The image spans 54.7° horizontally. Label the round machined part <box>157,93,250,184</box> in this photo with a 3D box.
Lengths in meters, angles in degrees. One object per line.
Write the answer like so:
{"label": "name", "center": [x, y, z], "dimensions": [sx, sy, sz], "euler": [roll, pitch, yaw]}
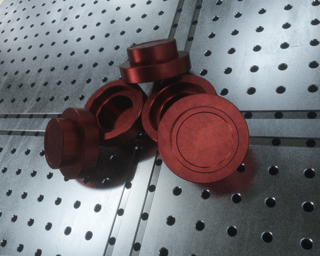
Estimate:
{"label": "round machined part", "center": [0.046, 0.011, 0.331], "dimensions": [0.099, 0.042, 0.097], "euler": [0, 91, 3]}

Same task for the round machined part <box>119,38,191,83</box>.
{"label": "round machined part", "center": [-0.008, -0.096, 0.426], "dimensions": [0.099, 0.042, 0.098], "euler": [-10, 21, 4]}

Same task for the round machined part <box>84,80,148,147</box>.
{"label": "round machined part", "center": [-0.058, -0.017, 0.435], "dimensions": [0.098, 0.042, 0.098], "euler": [-13, 56, 20]}

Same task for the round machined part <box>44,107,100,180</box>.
{"label": "round machined part", "center": [-0.124, 0.021, 0.418], "dimensions": [0.098, 0.042, 0.097], "euler": [-3, 86, 50]}

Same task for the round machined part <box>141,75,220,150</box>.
{"label": "round machined part", "center": [0.030, -0.015, 0.390], "dimensions": [0.098, 0.042, 0.098], "euler": [-13, 56, 20]}
